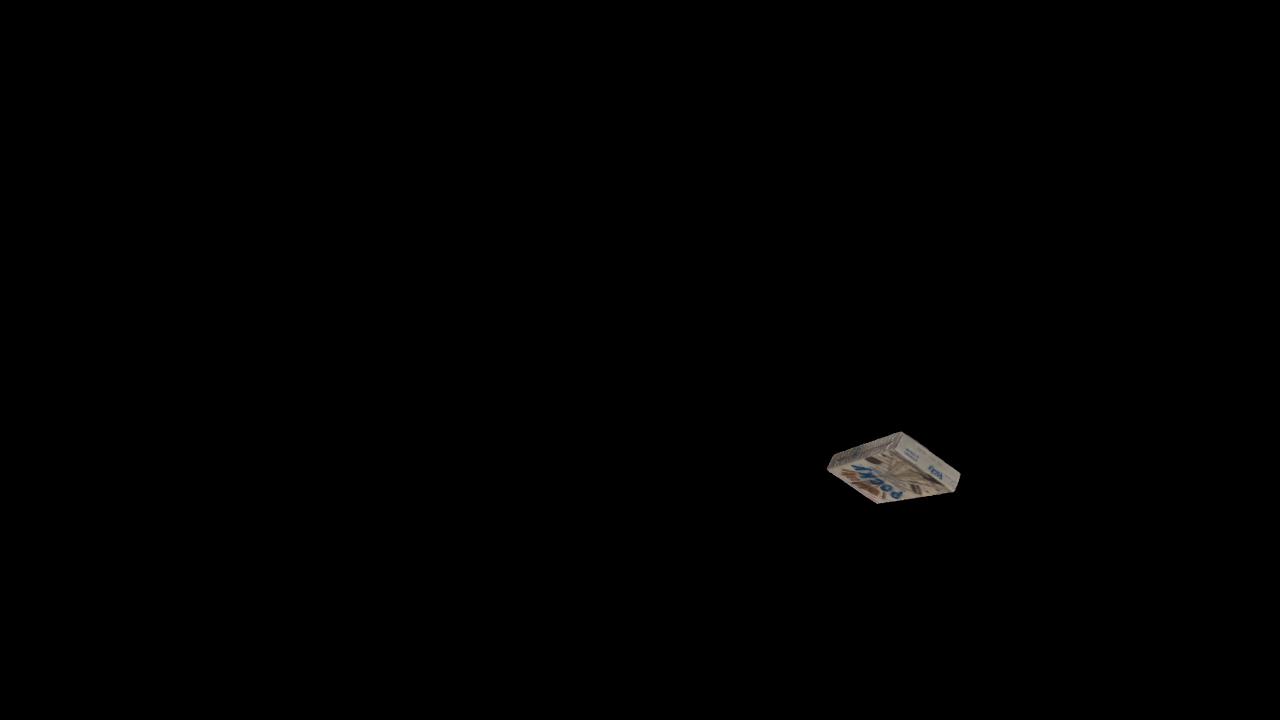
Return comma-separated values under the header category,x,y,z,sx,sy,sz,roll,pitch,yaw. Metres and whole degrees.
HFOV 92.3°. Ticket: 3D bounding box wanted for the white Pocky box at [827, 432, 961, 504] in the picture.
category,x,y,z,sx,sy,sz,roll,pitch,yaw
white Pocky box,0.299,0.133,0.740,0.084,0.028,0.154,35,-22,1
